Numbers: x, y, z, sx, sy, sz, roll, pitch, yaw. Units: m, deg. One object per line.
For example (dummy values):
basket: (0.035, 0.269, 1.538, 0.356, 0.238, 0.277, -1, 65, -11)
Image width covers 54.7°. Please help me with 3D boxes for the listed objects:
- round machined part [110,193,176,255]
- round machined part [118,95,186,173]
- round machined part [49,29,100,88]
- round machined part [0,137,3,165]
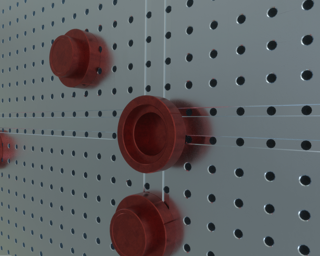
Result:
round machined part: (-0.030, 0.140, 0.421, 0.098, 0.042, 0.097, 0, 90, 39)
round machined part: (-0.006, 0.008, 0.402, 0.098, 0.042, 0.097, 0, 90, 39)
round machined part: (-0.148, -0.117, 0.517, 0.098, 0.042, 0.097, 0, 90, 39)
round machined part: (-0.419, 0.053, 0.739, 0.098, 0.042, 0.097, 0, 90, 39)
